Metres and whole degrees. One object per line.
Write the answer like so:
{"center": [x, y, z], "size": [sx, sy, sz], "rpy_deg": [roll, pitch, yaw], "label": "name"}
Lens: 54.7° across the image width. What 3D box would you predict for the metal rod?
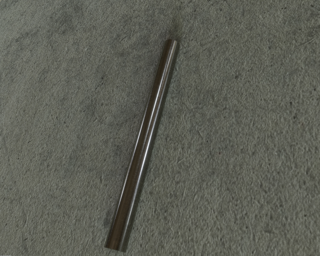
{"center": [-0.016, 0.005, 0.409], "size": [0.025, 0.025, 0.300], "rpy_deg": [0, 62, 28], "label": "metal rod"}
